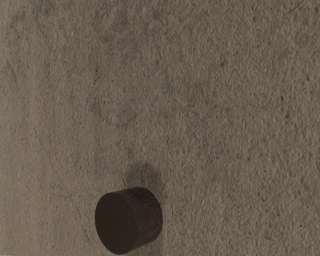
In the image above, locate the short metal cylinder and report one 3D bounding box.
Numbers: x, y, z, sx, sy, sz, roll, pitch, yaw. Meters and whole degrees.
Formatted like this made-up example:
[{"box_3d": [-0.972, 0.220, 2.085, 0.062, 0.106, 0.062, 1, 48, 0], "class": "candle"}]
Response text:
[{"box_3d": [-0.043, 0.124, 0.422, 0.080, 0.050, 0.079, 0, 90, 39], "class": "short metal cylinder"}]
